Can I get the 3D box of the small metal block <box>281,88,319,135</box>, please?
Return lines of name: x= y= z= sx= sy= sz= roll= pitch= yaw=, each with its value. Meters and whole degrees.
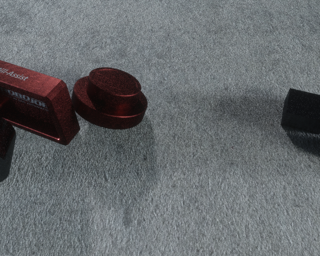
small metal block: x=0.198 y=-0.024 z=0.425 sx=0.050 sy=0.025 sz=0.050 roll=16 pitch=52 yaw=13

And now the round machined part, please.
round machined part: x=-0.063 y=-0.045 z=0.408 sx=0.099 sy=0.042 sz=0.098 roll=15 pitch=35 yaw=-10

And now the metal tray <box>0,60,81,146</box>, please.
metal tray: x=-0.171 y=-0.034 z=0.388 sx=0.130 sy=0.090 sz=0.030 roll=19 pitch=53 yaw=15

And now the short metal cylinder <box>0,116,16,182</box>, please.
short metal cylinder: x=-0.208 y=0.024 z=0.346 sx=0.081 sy=0.080 sz=0.050 roll=-7 pitch=51 yaw=-6
